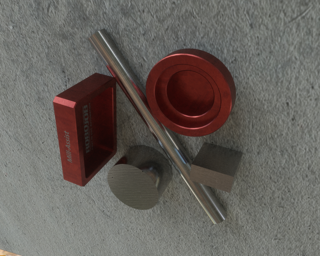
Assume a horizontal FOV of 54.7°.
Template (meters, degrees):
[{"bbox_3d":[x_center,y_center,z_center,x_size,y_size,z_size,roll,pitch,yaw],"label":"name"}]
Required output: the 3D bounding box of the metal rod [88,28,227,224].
[{"bbox_3d":[0.004,0.007,0.410,0.025,0.025,0.299,-24,106,36],"label":"metal rod"}]

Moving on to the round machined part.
[{"bbox_3d":[0.037,-0.042,0.351,0.098,0.042,0.097,13,124,20],"label":"round machined part"}]

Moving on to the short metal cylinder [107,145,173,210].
[{"bbox_3d":[-0.028,0.071,0.449,0.080,0.050,0.079,13,124,20],"label":"short metal cylinder"}]

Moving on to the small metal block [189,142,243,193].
[{"bbox_3d":[0.069,0.047,0.380,0.050,0.050,0.025,16,125,19],"label":"small metal block"}]

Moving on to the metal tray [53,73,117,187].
[{"bbox_3d":[-0.094,0.002,0.416,0.030,0.090,0.129,17,125,18],"label":"metal tray"}]
